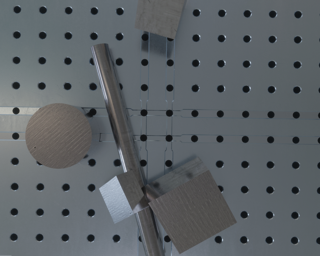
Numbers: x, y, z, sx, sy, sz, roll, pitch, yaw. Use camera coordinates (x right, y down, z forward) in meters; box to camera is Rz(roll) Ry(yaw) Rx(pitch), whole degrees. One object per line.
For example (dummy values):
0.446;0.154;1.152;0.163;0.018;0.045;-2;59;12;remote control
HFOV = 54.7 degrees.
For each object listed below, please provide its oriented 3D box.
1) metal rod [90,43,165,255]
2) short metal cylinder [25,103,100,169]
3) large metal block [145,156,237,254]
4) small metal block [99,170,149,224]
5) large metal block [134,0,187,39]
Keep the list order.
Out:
-0.042;0.036;0.413;0.025;0.025;0.298;-15;90;0;metal rod
-0.123;0.009;0.400;0.081;0.050;0.079;0;90;0;short metal cylinder
0.037;0.096;0.392;0.080;0.050;0.080;-29;105;0;large metal block
-0.047;0.088;0.394;0.025;0.050;0.050;-15;73;-43;small metal block
0.009;-0.168;0.369;0.050;0.079;0.080;16;49;0;large metal block
